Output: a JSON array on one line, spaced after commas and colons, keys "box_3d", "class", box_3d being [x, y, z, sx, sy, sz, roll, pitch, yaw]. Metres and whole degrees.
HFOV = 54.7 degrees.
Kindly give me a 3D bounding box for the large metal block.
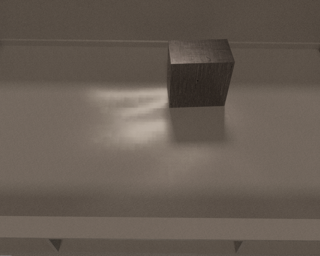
[{"box_3d": [0.052, -0.075, 0.433, 0.081, 0.080, 0.050, -2, 50, -2], "class": "large metal block"}]
